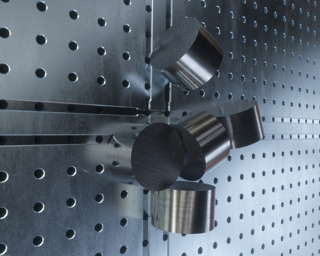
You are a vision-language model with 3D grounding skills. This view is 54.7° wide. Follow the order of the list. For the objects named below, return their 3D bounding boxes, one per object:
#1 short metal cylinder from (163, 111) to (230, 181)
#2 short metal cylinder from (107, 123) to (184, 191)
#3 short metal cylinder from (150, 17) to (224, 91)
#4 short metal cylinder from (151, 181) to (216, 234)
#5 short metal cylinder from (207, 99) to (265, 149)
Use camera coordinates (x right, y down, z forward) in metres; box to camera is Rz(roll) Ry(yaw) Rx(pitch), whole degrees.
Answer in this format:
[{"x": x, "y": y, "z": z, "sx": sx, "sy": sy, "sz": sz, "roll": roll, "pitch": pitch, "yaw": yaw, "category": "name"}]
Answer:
[{"x": 0.045, "y": 0.023, "z": 0.410, "sx": 0.050, "sy": 0.080, "sz": 0.080, "roll": -28, "pitch": 108, "yaw": -36, "category": "short metal cylinder"}, {"x": -0.017, "y": 0.033, "z": 0.379, "sx": 0.081, "sy": 0.050, "sz": 0.079, "roll": 0, "pitch": 90, "yaw": -40, "category": "short metal cylinder"}, {"x": 0.034, "y": -0.095, "z": 0.401, "sx": 0.050, "sy": 0.080, "sz": 0.080, "roll": 35, "pitch": 69, "yaw": -35, "category": "short metal cylinder"}, {"x": 0.030, "y": 0.099, "z": 0.399, "sx": 0.081, "sy": 0.080, "sz": 0.050, "roll": 4, "pitch": 88, "yaw": -40, "category": "short metal cylinder"}, {"x": 0.111, "y": -0.007, "z": 0.466, "sx": 0.081, "sy": 0.080, "sz": 0.050, "roll": -28, "pitch": 108, "yaw": -37, "category": "short metal cylinder"}]
